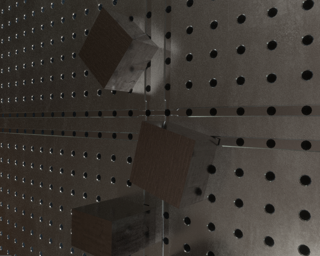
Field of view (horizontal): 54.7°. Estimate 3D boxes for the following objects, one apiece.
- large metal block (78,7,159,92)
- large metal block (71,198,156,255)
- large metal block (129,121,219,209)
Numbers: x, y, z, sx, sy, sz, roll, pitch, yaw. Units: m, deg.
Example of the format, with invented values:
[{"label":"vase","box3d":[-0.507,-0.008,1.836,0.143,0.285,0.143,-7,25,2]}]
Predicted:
[{"label":"large metal block","box3d":[-0.061,-0.109,0.441,0.080,0.050,0.080,51,120,27]},{"label":"large metal block","box3d":[-0.063,0.134,0.423,0.080,0.081,0.050,2,92,39]},{"label":"large metal block","box3d":[0.016,0.040,0.379,0.080,0.050,0.079,20,103,38]}]
